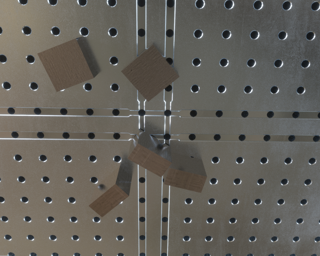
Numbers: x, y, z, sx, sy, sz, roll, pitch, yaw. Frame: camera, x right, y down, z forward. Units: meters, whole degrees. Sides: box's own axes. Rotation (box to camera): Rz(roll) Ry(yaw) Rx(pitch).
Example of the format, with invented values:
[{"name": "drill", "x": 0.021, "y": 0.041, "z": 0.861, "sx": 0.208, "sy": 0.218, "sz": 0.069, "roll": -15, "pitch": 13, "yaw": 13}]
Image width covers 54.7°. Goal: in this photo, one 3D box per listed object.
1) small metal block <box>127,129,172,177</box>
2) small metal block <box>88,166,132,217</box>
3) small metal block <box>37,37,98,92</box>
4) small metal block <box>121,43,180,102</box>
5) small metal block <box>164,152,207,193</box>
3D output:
[{"name": "small metal block", "x": -0.013, "y": 0.032, "z": 0.412, "sx": 0.050, "sy": 0.050, "sz": 0.025, "roll": 31, "pitch": 107, "yaw": -11}, {"name": "small metal block", "x": -0.068, "y": 0.088, "z": 0.432, "sx": 0.050, "sy": 0.050, "sz": 0.025, "roll": -40, "pitch": 106, "yaw": 13}, {"name": "small metal block", "x": -0.113, "y": -0.079, "z": 0.383, "sx": 0.050, "sy": 0.025, "sz": 0.050, "roll": -20, "pitch": 109, "yaw": 6}, {"name": "small metal block", "x": -0.012, "y": -0.070, "z": 0.388, "sx": 0.050, "sy": 0.025, "sz": 0.050, "roll": -38, "pitch": 106, "yaw": 12}, {"name": "small metal block", "x": 0.033, "y": 0.059, "z": 0.422, "sx": 0.050, "sy": 0.050, "sz": 0.025, "roll": 14, "pitch": 110, "yaw": -6}]
